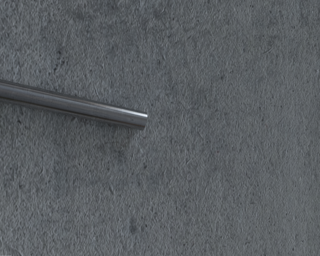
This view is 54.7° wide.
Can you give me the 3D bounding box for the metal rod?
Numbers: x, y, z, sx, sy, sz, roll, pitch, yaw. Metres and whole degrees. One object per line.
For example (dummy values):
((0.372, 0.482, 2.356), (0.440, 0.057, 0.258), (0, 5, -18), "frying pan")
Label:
((-0.160, -0.038, 0.350), (0.302, 0.025, 0.025), (12, 86, -20), "metal rod")
